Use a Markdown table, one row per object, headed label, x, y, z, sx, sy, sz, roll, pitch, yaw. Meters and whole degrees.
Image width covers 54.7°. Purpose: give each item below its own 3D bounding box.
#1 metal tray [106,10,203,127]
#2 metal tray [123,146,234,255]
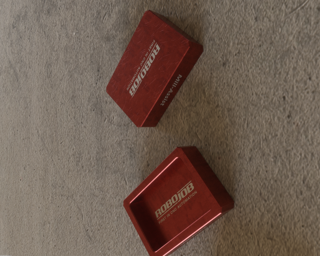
| label | x | y | z | sx | sy | sz | roll | pitch | yaw |
| --- | --- | --- | --- | --- | --- | --- | --- | --- | --- |
| metal tray | -0.013 | -0.076 | 0.412 | 0.090 | 0.030 | 0.129 | 47 | 118 | 29 |
| metal tray | 0.017 | 0.095 | 0.387 | 0.129 | 0.030 | 0.090 | -48 | 62 | 29 |
